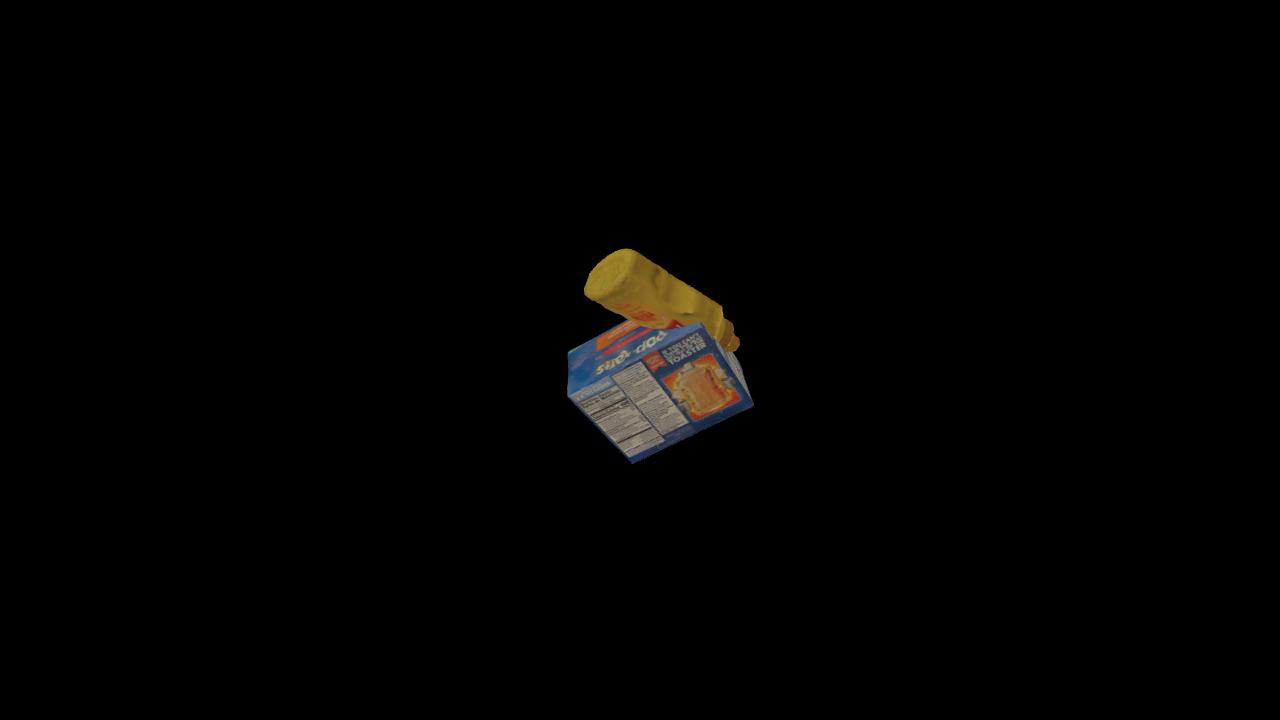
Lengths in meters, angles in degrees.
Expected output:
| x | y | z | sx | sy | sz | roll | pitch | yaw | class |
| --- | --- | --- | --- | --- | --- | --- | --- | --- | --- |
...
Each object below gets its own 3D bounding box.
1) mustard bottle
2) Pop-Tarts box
| x | y | z | sx | sy | sz | roll | pitch | yaw | class |
| --- | --- | --- | --- | --- | --- | --- | --- | --- | --- |
| 0.038 | -0.052 | 0.659 | 0.184 | 0.054 | 0.092 | 27 | -27 | -29 | mustard bottle |
| 0.023 | 0.021 | 0.712 | 0.167 | 0.083 | 0.141 | -28 | -52 | 14 | Pop-Tarts box |
